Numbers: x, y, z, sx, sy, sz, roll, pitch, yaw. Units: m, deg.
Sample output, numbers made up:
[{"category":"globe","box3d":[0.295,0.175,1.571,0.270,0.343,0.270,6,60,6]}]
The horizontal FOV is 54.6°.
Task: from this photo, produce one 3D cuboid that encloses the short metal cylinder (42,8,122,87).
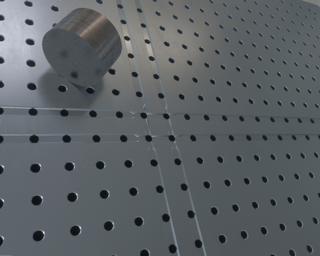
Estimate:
[{"category":"short metal cylinder","box3d":[-0.094,-0.098,0.382,0.080,0.080,0.050,33,52,-7]}]
